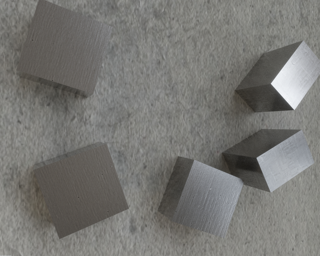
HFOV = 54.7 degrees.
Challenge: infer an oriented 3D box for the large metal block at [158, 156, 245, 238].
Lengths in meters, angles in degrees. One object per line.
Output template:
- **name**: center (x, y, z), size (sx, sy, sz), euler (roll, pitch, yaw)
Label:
- **large metal block**: center (0.055, 0.091, 0.417), size (0.080, 0.050, 0.080), euler (24, 82, -19)

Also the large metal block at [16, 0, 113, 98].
- **large metal block**: center (-0.108, -0.087, 0.356), size (0.081, 0.050, 0.080), euler (17, 84, -20)

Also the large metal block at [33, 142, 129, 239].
- **large metal block**: center (-0.092, 0.068, 0.362), size (0.081, 0.050, 0.080), euler (-20, 97, -19)

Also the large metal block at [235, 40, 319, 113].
- **large metal block**: center (0.169, -0.070, 0.444), size (0.050, 0.080, 0.080), euler (43, 76, -15)

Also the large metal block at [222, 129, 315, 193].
- **large metal block**: center (0.150, 0.042, 0.437), size (0.081, 0.080, 0.050), euler (-27, 100, -18)
